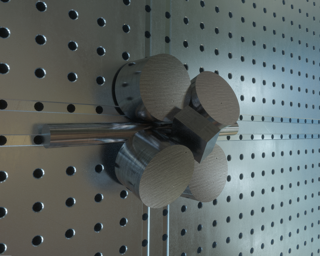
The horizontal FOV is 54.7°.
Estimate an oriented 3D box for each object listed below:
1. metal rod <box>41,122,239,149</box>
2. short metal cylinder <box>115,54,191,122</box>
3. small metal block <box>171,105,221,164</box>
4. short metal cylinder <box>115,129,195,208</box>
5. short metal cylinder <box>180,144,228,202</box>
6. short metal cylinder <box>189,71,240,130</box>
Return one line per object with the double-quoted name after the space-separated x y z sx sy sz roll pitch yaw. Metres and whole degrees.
0.002 0.004 0.406 0.302 0.025 0.025 -2 92 -40 "metal rod"
-0.007 -0.047 0.382 0.081 0.050 0.079 0 90 -40 "short metal cylinder"
0.041 0.008 0.377 0.025 0.050 0.050 -40 157 -27 "small metal block"
-0.006 0.047 0.368 0.081 0.050 0.079 -19 122 -33 "short metal cylinder"
0.049 0.058 0.429 0.081 0.050 0.079 0 90 -40 "short metal cylinder"
0.062 -0.030 0.423 0.081 0.050 0.080 19 56 -31 "short metal cylinder"
